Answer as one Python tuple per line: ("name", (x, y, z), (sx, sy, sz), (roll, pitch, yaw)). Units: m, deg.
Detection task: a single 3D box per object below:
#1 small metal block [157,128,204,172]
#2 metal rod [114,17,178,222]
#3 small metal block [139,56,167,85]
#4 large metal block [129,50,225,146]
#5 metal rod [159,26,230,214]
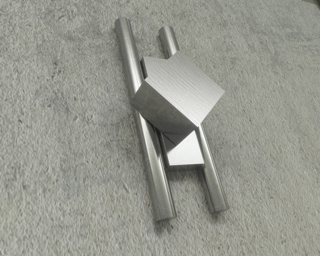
("small metal block", (0.023, 0.029, 0.401), (0.050, 0.025, 0.050), (1, 61, -28))
("metal rod", (-0.025, -0.029, 0.411), (0.025, 0.025, 0.299), (1, 61, -28))
("small metal block", (-0.002, -0.074, 0.449), (0.050, 0.025, 0.050), (1, 61, -28))
("large metal block", (0.023, -0.039, 0.392), (0.080, 0.050, 0.080), (42, 51, 0))
("metal rod", (0.042, -0.028, 0.448), (0.025, 0.025, 0.299), (1, 61, -28))
